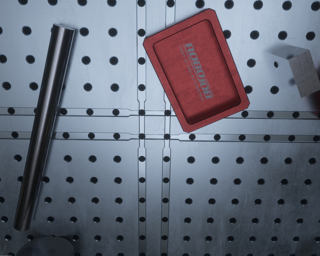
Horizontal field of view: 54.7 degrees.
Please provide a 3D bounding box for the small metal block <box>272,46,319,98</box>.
[{"bbox_3d":[0.166,-0.070,0.377,0.025,0.050,0.050,-25,109,9],"label":"small metal block"}]

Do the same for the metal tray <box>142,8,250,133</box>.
[{"bbox_3d":[0.046,-0.069,0.386,0.090,0.030,0.129,-24,109,8],"label":"metal tray"}]

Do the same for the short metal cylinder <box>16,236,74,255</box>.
[{"bbox_3d":[-0.169,0.207,0.458,0.081,0.080,0.050,4,110,-2],"label":"short metal cylinder"}]

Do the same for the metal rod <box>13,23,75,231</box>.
[{"bbox_3d":[-0.160,0.013,0.415,0.025,0.025,0.298,17,109,-7],"label":"metal rod"}]
